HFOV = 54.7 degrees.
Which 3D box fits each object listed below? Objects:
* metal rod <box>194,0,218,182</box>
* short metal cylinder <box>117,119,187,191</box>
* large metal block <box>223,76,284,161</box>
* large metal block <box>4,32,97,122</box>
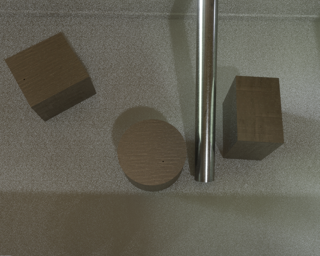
[{"bbox_3d":[0.056,-0.083,0.375,0.025,0.025,0.298,0,95,0],"label":"metal rod"},{"bbox_3d":[-0.009,0.035,0.383,0.081,0.050,0.080,0,70,0],"label":"short metal cylinder"},{"bbox_3d":[0.111,-0.009,0.385,0.050,0.080,0.080,3,70,1],"label":"large metal block"},{"bbox_3d":[-0.145,-0.069,0.420,0.080,0.050,0.080,-31,73,-11],"label":"large metal block"}]
